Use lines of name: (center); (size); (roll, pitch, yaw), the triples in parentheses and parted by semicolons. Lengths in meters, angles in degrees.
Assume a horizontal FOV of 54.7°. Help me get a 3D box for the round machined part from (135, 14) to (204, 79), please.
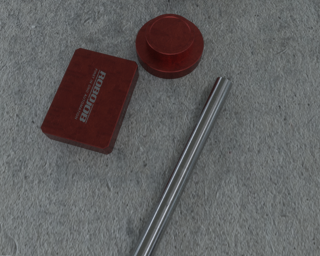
round machined part: (0.014, -0.123, 0.444); (0.099, 0.042, 0.098); (0, 70, 0)

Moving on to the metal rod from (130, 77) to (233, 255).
metal rod: (0.023, 0.063, 0.385); (0.025, 0.025, 0.300); (25, 72, 8)

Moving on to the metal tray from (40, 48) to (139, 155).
metal tray: (-0.090, -0.038, 0.419); (0.090, 0.030, 0.130); (15, 71, 5)
